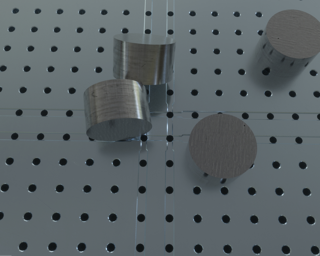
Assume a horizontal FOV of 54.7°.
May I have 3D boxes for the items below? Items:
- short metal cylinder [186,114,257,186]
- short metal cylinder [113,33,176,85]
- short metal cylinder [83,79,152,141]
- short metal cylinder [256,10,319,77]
[{"bbox_3d":[0.074,0.028,0.388,0.081,0.050,0.080,0,70,0],"label":"short metal cylinder"},{"bbox_3d":[-0.021,-0.093,0.410,0.081,0.050,0.080,4,25,-2],"label":"short metal cylinder"},{"bbox_3d":[-0.053,-0.020,0.389,0.081,0.080,0.050,-8,71,-3],"label":"short metal cylinder"},{"bbox_3d":[0.185,-0.120,0.444,0.081,0.050,0.080,0,70,0],"label":"short metal cylinder"}]
